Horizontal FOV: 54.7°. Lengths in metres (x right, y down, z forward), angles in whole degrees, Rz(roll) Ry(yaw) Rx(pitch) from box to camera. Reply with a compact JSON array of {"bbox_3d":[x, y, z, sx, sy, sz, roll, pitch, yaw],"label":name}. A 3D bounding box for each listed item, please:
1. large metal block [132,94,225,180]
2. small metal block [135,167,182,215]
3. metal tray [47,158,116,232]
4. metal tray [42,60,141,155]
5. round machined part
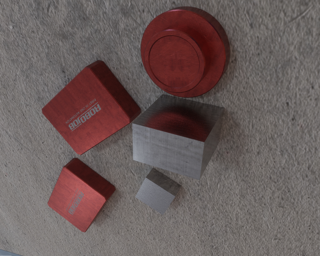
[{"bbox_3d":[0.023,0.006,0.362,0.080,0.080,0.050,15,124,19],"label":"large metal block"},{"bbox_3d":[-0.003,0.096,0.466,0.050,0.025,0.050,32,128,7],"label":"small metal block"},{"bbox_3d":[-0.143,0.123,0.552,0.090,0.030,0.129,37,129,3],"label":"metal tray"},{"bbox_3d":[-0.101,-0.024,0.440,0.130,0.030,0.090,-30,102,37],"label":"metal tray"},{"bbox_3d":[0.022,-0.077,0.336,0.098,0.042,0.097,13,124,20],"label":"round machined part"}]
